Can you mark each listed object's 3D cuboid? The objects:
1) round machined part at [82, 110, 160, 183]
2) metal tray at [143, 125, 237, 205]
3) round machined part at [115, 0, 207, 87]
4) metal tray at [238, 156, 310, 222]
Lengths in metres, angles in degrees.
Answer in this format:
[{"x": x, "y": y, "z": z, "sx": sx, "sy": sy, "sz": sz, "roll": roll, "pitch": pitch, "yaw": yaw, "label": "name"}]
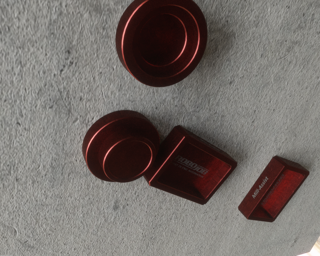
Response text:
[{"x": -0.044, "y": 0.030, "z": 0.392, "sx": 0.099, "sy": 0.042, "sz": 0.097, "roll": -14, "pitch": 125, "yaw": -21, "label": "round machined part"}, {"x": 0.048, "y": 0.060, "z": 0.468, "sx": 0.131, "sy": 0.030, "sz": 0.090, "roll": 29, "pitch": 102, "yaw": -38, "label": "metal tray"}, {"x": -0.001, "y": -0.097, "z": 0.336, "sx": 0.099, "sy": 0.042, "sz": 0.097, "roll": -14, "pitch": 125, "yaw": -21, "label": "round machined part"}, {"x": 0.221, "y": 0.122, "z": 0.603, "sx": 0.091, "sy": 0.030, "sz": 0.129, "roll": 18, "pitch": 109, "yaw": -36, "label": "metal tray"}]
